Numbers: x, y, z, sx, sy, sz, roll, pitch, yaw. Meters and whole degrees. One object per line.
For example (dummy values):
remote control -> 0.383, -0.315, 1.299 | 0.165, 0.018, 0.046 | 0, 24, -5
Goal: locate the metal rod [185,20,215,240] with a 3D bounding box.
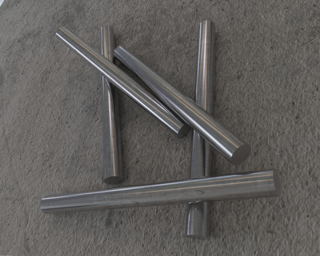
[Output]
metal rod -> 0.054, -0.019, 0.387 | 0.025, 0.025, 0.299 | -7, 58, 24

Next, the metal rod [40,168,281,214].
metal rod -> -0.024, 0.076, 0.346 | 0.300, 0.025, 0.025 | -12, 56, 30

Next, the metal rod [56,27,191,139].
metal rod -> -0.069, -0.080, 0.461 | 0.025, 0.025, 0.300 | -47, 60, -5

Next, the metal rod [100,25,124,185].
metal rod -> -0.077, -0.055, 0.478 | 0.025, 0.025, 0.299 | -20, 54, 16

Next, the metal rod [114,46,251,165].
metal rod -> 0.007, -0.049, 0.407 | 0.025, 0.025, 0.300 | -43, 44, -1
